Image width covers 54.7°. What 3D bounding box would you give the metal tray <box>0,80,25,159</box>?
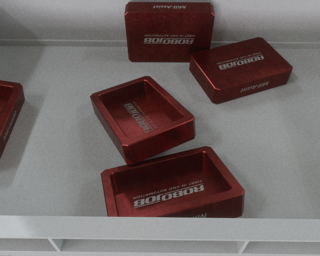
[{"bbox_3d":[-0.240,-0.010,0.396,0.091,0.030,0.130,9,49,-9],"label":"metal tray"}]

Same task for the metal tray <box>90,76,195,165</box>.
[{"bbox_3d":[-0.026,-0.017,0.395,0.091,0.030,0.130,-22,40,-18],"label":"metal tray"}]

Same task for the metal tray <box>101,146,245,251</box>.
[{"bbox_3d":[0.009,0.067,0.325,0.131,0.030,0.090,-12,30,-11],"label":"metal tray"}]

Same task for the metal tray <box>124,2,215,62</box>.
[{"bbox_3d":[0.014,-0.148,0.487,0.131,0.090,0.030,0,50,0],"label":"metal tray"}]

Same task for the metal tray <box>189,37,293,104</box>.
[{"bbox_3d":[0.123,-0.092,0.480,0.131,0.030,0.090,-17,52,-14],"label":"metal tray"}]
